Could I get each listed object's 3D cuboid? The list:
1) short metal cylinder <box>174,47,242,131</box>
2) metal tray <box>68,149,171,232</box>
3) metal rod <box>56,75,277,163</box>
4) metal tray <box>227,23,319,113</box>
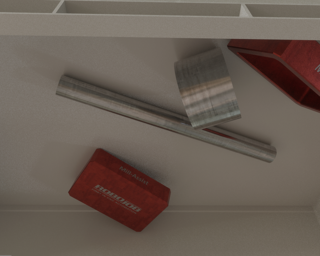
[{"bbox_3d":[0.053,-0.042,0.338,0.050,0.080,0.080,-17,128,13],"label":"short metal cylinder"},{"bbox_3d":[-0.061,0.098,0.471,0.130,0.030,0.090,32,123,-11],"label":"metal tray"},{"bbox_3d":[0.020,-0.006,0.403,0.302,0.025,0.025,18,128,-15],"label":"metal rod"},{"bbox_3d":[0.142,-0.057,0.317,0.131,0.090,0.030,30,97,-24],"label":"metal tray"}]
